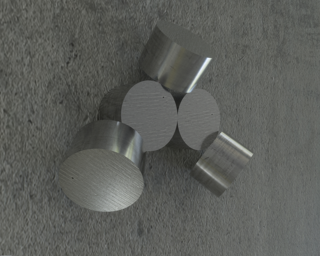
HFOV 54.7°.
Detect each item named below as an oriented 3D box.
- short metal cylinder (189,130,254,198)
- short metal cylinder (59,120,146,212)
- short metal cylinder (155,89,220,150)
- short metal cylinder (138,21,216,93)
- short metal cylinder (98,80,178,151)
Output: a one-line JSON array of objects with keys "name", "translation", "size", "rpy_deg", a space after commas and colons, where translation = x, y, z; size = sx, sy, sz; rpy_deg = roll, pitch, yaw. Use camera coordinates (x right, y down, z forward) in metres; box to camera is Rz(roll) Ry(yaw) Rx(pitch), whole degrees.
[{"name": "short metal cylinder", "translation": [0.085, 0.050, 0.434], "size": [0.050, 0.080, 0.080], "rpy_deg": [38, 58, 12]}, {"name": "short metal cylinder", "translation": [-0.055, 0.039, 0.316], "size": [0.080, 0.080, 0.050], "rpy_deg": [54, 19, -27]}, {"name": "short metal cylinder", "translation": [0.036, -0.011, 0.420], "size": [0.081, 0.050, 0.080], "rpy_deg": [0, 90, -40]}, {"name": "short metal cylinder", "translation": [0.021, -0.088, 0.380], "size": [0.081, 0.080, 0.050], "rpy_deg": [2, 131, -40]}, {"name": "short metal cylinder", "translation": [-0.026, -0.014, 0.368], "size": [0.081, 0.050, 0.080], "rpy_deg": [0, 90, -40]}]
